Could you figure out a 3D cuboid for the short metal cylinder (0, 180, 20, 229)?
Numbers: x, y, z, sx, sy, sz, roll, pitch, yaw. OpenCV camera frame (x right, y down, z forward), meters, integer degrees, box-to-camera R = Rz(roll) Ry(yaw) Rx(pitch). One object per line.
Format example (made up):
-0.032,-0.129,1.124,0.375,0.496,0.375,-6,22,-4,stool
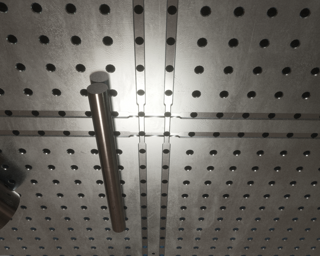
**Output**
-0.265,0.118,0.472,0.080,0.080,0.050,-21,127,16,short metal cylinder

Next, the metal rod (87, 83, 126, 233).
-0.075,0.066,0.466,0.025,0.025,0.298,0,130,0,metal rod
